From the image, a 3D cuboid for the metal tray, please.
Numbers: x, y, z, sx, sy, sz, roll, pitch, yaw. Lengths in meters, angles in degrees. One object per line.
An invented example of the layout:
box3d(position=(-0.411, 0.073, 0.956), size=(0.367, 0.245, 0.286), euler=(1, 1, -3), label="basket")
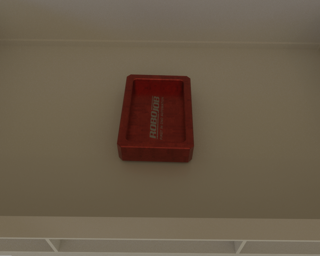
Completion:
box3d(position=(-0.004, -0.017, 0.412), size=(0.091, 0.030, 0.130), euler=(2, 50, 0), label="metal tray")
